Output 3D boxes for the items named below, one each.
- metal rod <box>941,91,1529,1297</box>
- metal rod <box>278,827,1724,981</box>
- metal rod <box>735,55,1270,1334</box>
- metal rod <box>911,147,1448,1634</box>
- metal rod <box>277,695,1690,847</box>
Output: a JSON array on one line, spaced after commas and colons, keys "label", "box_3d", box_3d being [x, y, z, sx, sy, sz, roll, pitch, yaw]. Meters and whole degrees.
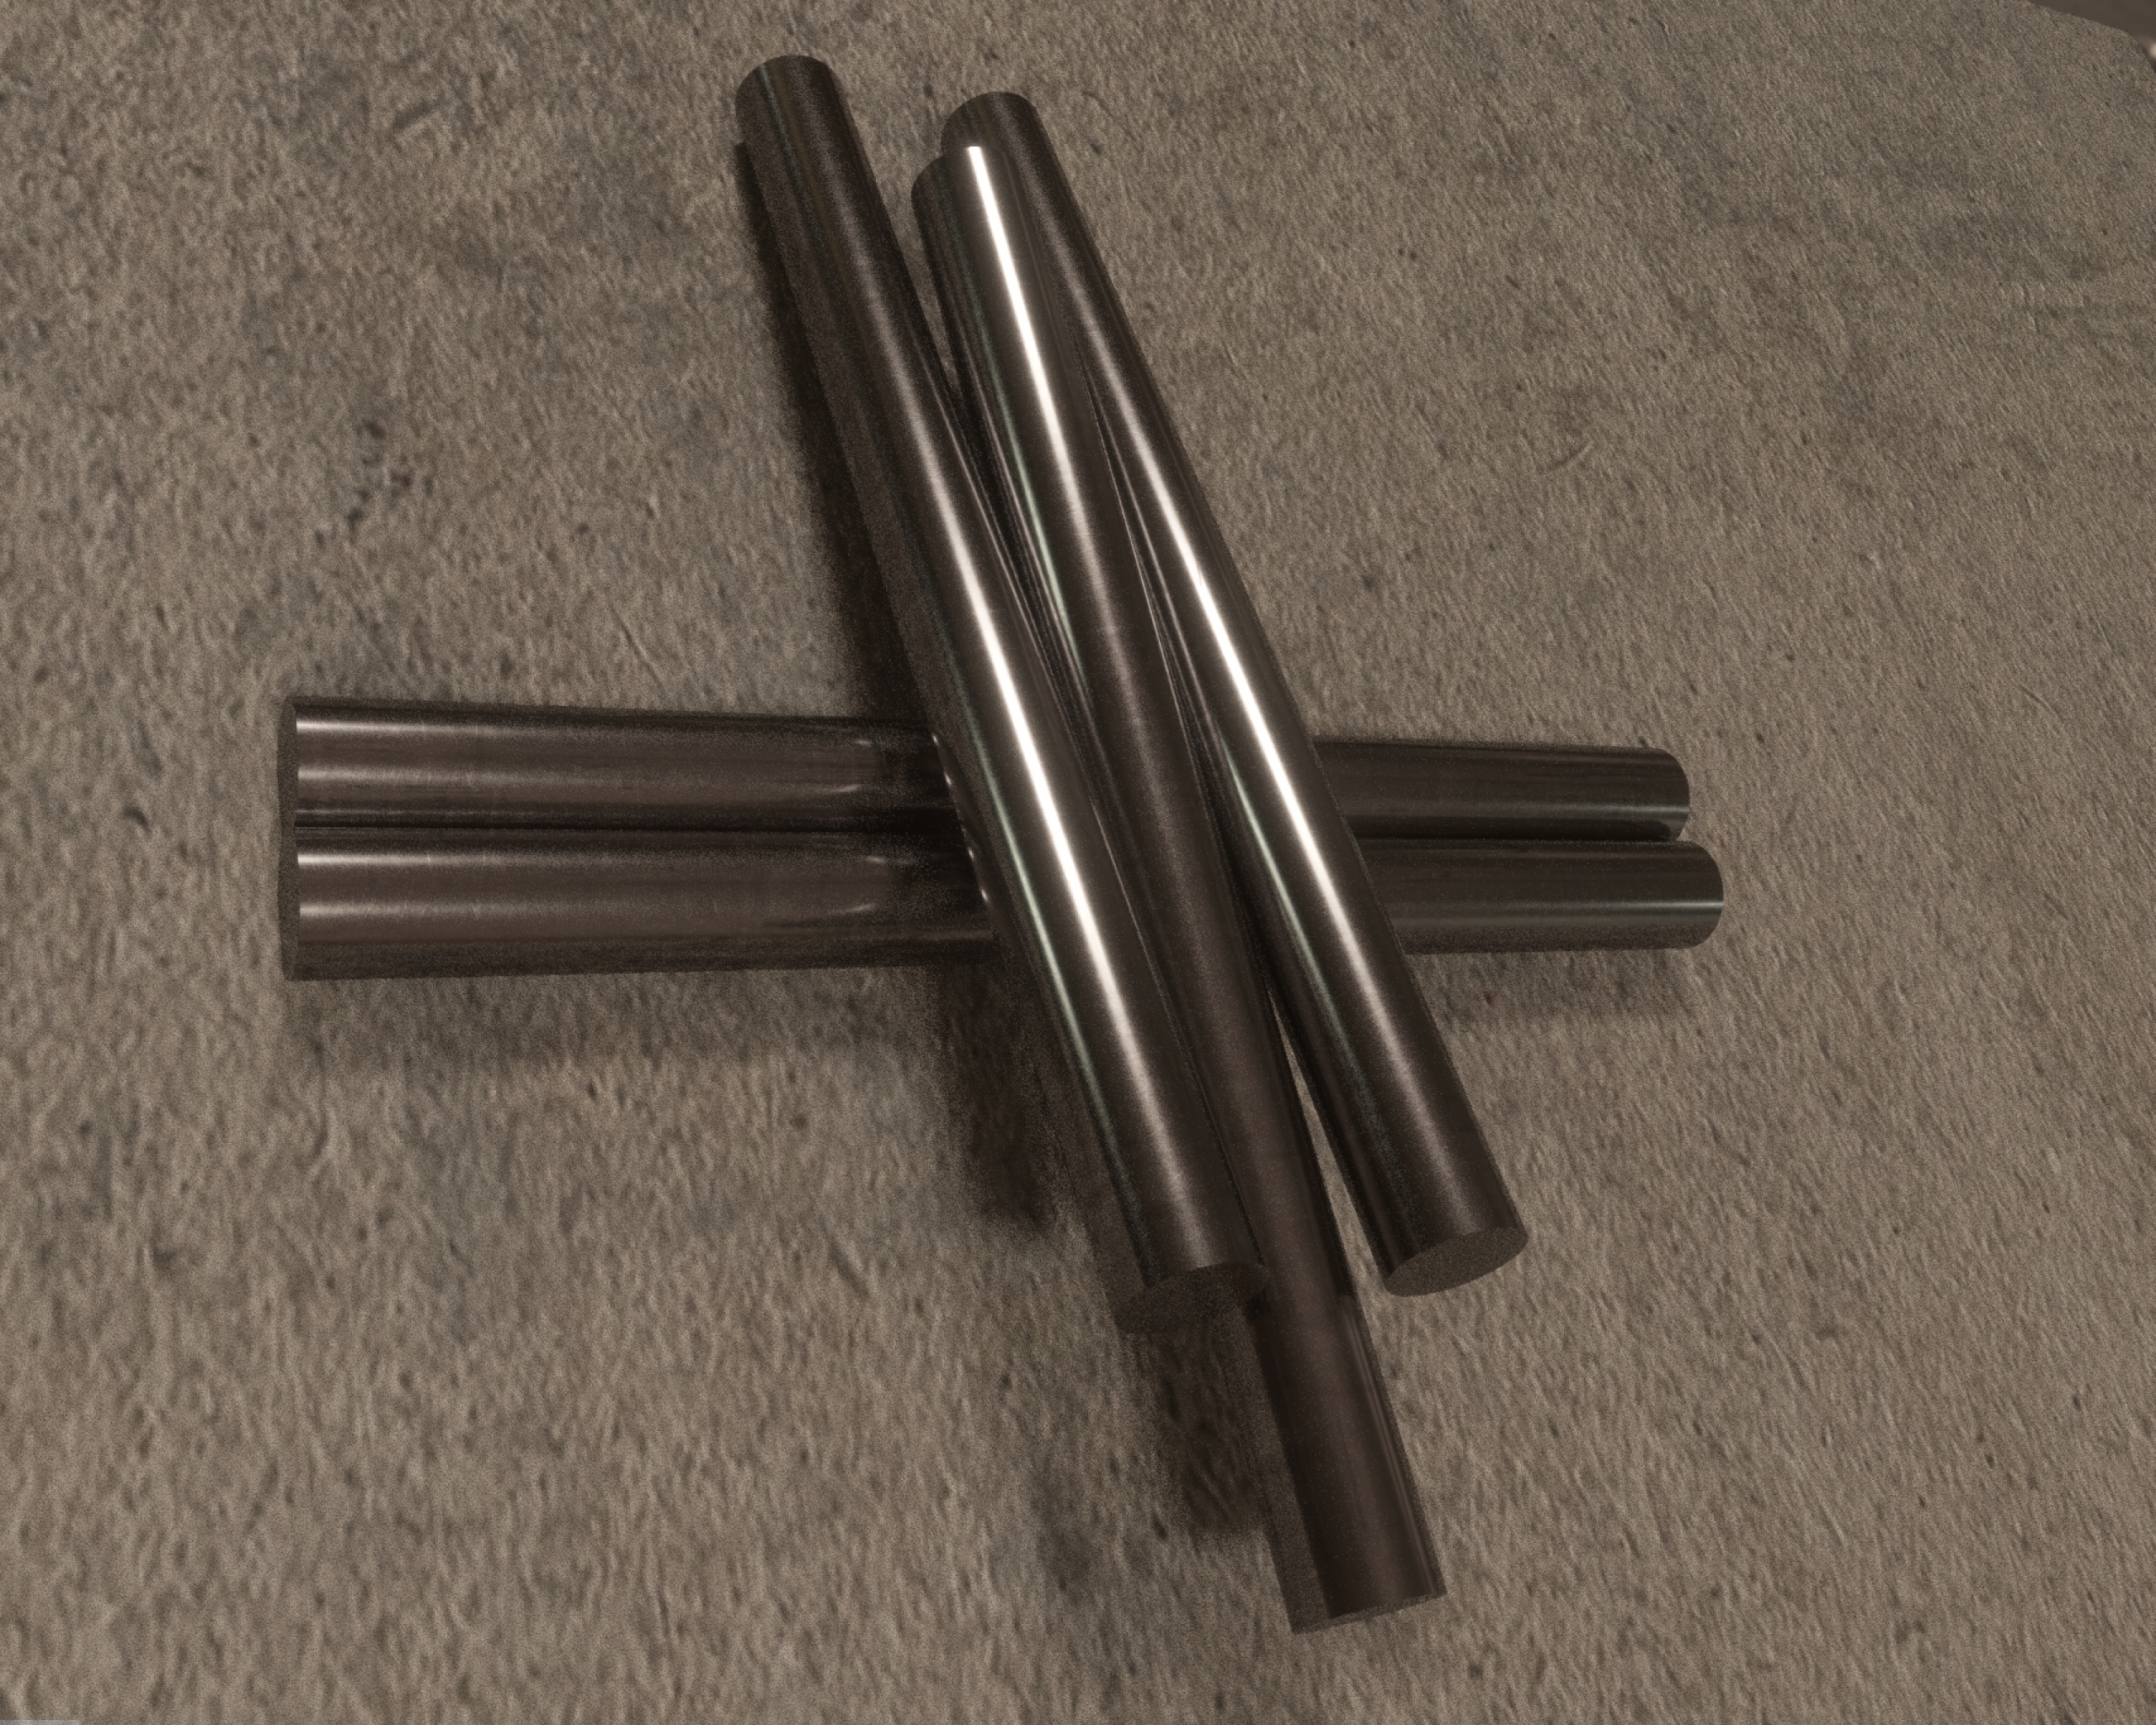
[{"label": "metal rod", "box_3d": [0.021, -0.054, 0.424, 0.025, 0.025, 0.299, 0, 54, -29]}, {"label": "metal rod", "box_3d": [0.006, 0.007, 0.407, 0.303, 0.025, 0.025, 0, 62, -29]}, {"label": "metal rod", "box_3d": [-0.024, -0.053, 0.399, 0.025, 0.025, 0.299, 0, 54, -29]}, {"label": "metal rod", "box_3d": [0.011, -0.014, 0.388, 0.025, 0.025, 0.299, 0, 62, -29]}, {"label": "metal rod", "box_3d": [0.002, -0.015, 0.418, 0.303, 0.025, 0.025, 0, 62, -29]}]
